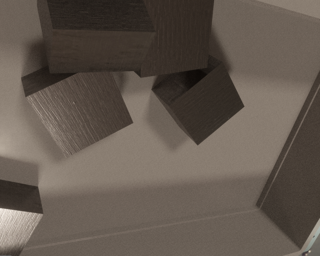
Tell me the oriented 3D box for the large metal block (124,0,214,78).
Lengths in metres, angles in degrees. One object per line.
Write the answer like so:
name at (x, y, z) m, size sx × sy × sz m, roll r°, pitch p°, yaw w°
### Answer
large metal block at (0.007, -0.106, 0.332) m, size 0.081 × 0.050 × 0.079 m, roll -13°, pitch 124°, yaw -22°

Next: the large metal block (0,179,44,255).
large metal block at (-0.193, 0.106, 0.353) m, size 0.080 × 0.050 × 0.080 m, roll 22°, pitch 106°, yaw -37°

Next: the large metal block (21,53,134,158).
large metal block at (-0.086, -0.028, 0.329) m, size 0.080 × 0.050 × 0.080 m, roll -28°, pitch 128°, yaw -11°

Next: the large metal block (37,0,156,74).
large metal block at (-0.060, -0.096, 0.272) m, size 0.081 × 0.080 × 0.050 m, roll -7°, pitch 153°, yaw -25°

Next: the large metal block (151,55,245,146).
large metal block at (0.050, -0.038, 0.398) m, size 0.080 × 0.050 × 0.080 m, roll -40°, pitch 130°, yaw -1°
